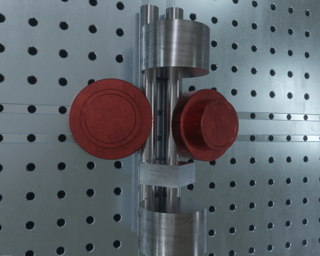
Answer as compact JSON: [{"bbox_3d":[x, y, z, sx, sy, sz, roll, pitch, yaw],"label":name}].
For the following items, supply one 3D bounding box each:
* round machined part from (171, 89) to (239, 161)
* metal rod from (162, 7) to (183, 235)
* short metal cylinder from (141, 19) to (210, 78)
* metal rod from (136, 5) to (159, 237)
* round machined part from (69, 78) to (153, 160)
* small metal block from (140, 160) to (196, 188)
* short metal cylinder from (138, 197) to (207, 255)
[{"bbox_3d":[0.067,-0.004,0.414,0.099,0.042,0.097,0,91,-35],"label":"round machined part"},{"bbox_3d":[0.017,-0.009,0.418,0.025,0.025,0.298,1,90,-20],"label":"metal rod"},{"bbox_3d":[0.018,-0.090,0.366,0.081,0.080,0.050,1,90,-20],"label":"short metal cylinder"},{"bbox_3d":[-0.016,-0.008,0.406,0.025,0.025,0.298,1,90,-20],"label":"metal rod"},{"bbox_3d":[-0.058,-0.011,0.369,0.099,0.042,0.097,0,90,-6],"label":"round machined part"},{"bbox_3d":[0.010,0.055,0.378,0.050,0.050,0.025,2,89,-62],"label":"small metal block"},{"bbox_3d":[0.015,0.115,0.366,0.081,0.080,0.050,1,90,-20],"label":"short metal cylinder"}]
